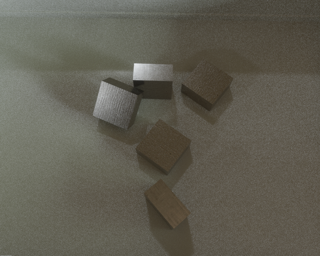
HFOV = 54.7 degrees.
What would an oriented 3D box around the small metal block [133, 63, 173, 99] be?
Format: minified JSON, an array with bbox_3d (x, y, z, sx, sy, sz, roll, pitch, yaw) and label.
[{"bbox_3d":[-0.009,-0.062,0.418,0.050,0.050,0.025,2,68,0],"label":"small metal block"}]

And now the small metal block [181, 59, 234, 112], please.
[{"bbox_3d":[0.065,-0.060,0.432,0.050,0.025,0.050,36,74,12],"label":"small metal block"}]

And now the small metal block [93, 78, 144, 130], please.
[{"bbox_3d":[-0.055,-0.032,0.407,0.050,0.025,0.050,23,113,7],"label":"small metal block"}]

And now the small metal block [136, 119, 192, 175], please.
[{"bbox_3d":[0.005,0.025,0.401,0.050,0.025,0.050,35,73,11],"label":"small metal block"}]

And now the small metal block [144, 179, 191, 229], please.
[{"bbox_3d":[0.008,0.091,0.363,0.025,0.050,0.050,-39,75,-13],"label":"small metal block"}]
